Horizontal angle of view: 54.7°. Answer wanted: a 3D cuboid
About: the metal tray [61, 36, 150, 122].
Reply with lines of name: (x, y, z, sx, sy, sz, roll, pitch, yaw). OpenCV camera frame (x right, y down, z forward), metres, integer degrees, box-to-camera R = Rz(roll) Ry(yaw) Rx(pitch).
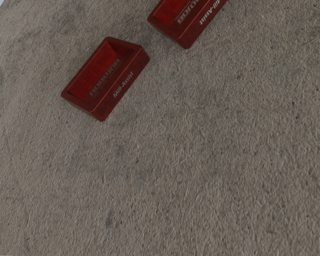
metal tray: (-0.088, -0.082, 0.497, 0.090, 0.030, 0.130, 27, 76, 37)

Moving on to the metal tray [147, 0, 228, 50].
metal tray: (0.050, -0.195, 0.476, 0.130, 0.030, 0.090, -51, 51, 9)
